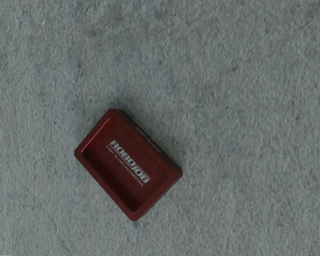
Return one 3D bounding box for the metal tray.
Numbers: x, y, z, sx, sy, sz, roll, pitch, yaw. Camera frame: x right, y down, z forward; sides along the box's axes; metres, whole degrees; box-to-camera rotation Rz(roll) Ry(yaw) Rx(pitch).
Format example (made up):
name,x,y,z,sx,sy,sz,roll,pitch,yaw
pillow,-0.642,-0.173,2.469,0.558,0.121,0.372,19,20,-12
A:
name,x,y,z,sx,sy,sz,roll,pitch,yaw
metal tray,-0.045,0.048,0.422,0.130,0.030,0.090,45,104,14
